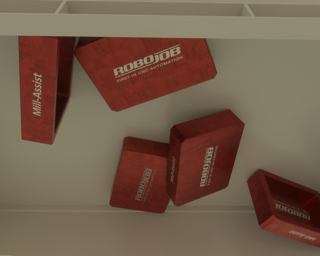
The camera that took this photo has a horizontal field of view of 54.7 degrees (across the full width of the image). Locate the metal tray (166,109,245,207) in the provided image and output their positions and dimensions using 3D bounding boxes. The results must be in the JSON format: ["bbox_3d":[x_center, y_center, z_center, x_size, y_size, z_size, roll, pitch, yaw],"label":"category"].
[{"bbox_3d":[0.058,0.043,0.419,0.091,0.030,0.129,-16,134,-21],"label":"metal tray"}]

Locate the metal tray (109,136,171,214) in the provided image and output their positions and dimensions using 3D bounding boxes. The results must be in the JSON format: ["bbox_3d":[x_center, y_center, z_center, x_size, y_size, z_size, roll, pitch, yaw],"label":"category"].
[{"bbox_3d":[-0.022,0.076,0.470,0.091,0.030,0.129,11,129,-10],"label":"metal tray"}]

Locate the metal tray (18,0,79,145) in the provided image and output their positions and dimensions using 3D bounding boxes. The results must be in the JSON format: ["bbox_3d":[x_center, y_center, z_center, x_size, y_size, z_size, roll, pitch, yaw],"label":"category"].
[{"bbox_3d":[-0.111,-0.058,0.315,0.030,0.090,0.129,11,129,-10],"label":"metal tray"}]

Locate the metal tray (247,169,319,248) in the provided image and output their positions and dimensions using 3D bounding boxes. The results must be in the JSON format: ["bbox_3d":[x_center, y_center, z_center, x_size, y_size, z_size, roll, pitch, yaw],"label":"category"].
[{"bbox_3d":[0.202,0.123,0.472,0.131,0.090,0.030,22,127,-18],"label":"metal tray"}]

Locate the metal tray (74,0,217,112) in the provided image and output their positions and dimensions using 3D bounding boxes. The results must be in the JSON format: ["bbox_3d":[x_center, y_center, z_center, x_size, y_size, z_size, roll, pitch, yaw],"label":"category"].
[{"bbox_3d":[-0.014,-0.077,0.340,0.130,0.030,0.090,-18,128,14],"label":"metal tray"}]
